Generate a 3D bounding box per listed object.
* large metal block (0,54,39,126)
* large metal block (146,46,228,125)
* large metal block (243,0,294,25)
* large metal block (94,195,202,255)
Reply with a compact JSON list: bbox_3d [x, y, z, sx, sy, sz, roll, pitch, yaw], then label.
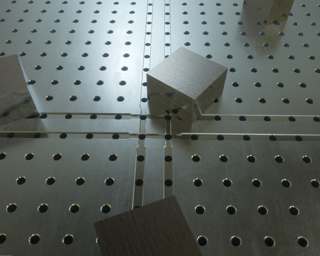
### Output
[{"bbox_3d":[-0.225,-0.051,0.431,0.081,0.050,0.080,-20,53,-16],"label":"large metal block"},{"bbox_3d":[0.038,-0.063,0.445,0.080,0.050,0.080,32,57,23],"label":"large metal block"},{"bbox_3d":[0.210,-0.257,0.591,0.050,0.080,0.080,-18,53,-15],"label":"large metal block"},{"bbox_3d":[-0.009,0.121,0.290,0.081,0.050,0.080,-16,52,-14],"label":"large metal block"}]
